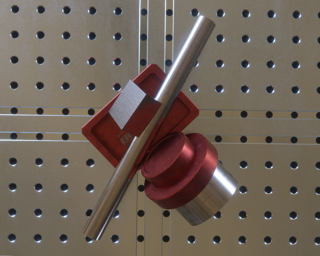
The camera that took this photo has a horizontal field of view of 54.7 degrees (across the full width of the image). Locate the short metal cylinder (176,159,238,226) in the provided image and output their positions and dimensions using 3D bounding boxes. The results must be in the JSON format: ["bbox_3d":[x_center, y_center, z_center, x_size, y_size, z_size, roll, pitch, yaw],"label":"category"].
[{"bbox_3d":[0.049,0.074,0.385,0.080,0.080,0.050,-43,91,0],"label":"short metal cylinder"}]

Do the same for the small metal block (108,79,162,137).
[{"bbox_3d":[-0.032,-0.025,0.378,0.025,0.050,0.050,28,102,-38],"label":"small metal block"}]

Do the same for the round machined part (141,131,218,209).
[{"bbox_3d":[0.016,0.043,0.367,0.098,0.098,0.042,-46,112,0],"label":"round machined part"}]

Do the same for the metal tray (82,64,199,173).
[{"bbox_3d":[-0.025,-0.009,0.410,0.130,0.030,0.090,-43,91,0],"label":"metal tray"}]

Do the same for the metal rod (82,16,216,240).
[{"bbox_3d":[-0.013,0.000,0.383,0.025,0.025,0.299,28,90,-1],"label":"metal rod"}]
